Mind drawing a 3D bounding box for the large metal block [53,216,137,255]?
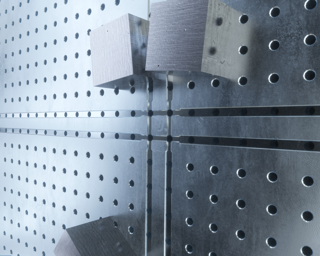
[{"bbox_3d":[-0.094,0.185,0.452,0.080,0.081,0.050,45,117,30],"label":"large metal block"}]

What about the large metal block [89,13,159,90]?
[{"bbox_3d":[-0.051,-0.103,0.437,0.080,0.050,0.080,-8,85,40],"label":"large metal block"}]

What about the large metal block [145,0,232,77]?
[{"bbox_3d":[0.033,-0.104,0.367,0.080,0.050,0.080,10,96,39],"label":"large metal block"}]
